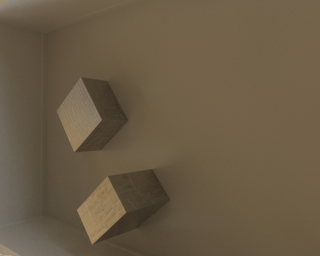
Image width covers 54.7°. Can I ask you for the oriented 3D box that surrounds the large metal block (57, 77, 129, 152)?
[{"bbox_3d":[-0.106,-0.019,0.478,0.080,0.050,0.080,-44,64,31],"label":"large metal block"}]

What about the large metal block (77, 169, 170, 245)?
[{"bbox_3d":[-0.048,0.102,0.411,0.080,0.081,0.050,-47,62,30],"label":"large metal block"}]
